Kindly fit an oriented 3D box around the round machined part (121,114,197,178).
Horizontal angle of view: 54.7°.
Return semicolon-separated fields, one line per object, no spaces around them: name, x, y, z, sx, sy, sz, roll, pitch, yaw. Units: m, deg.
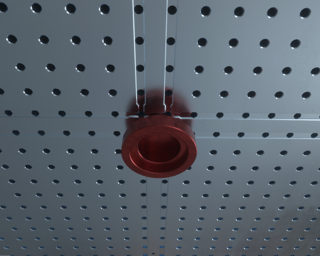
round machined part;-0.001;0.020;0.418;0.099;0.042;0.097;-1;130;0
